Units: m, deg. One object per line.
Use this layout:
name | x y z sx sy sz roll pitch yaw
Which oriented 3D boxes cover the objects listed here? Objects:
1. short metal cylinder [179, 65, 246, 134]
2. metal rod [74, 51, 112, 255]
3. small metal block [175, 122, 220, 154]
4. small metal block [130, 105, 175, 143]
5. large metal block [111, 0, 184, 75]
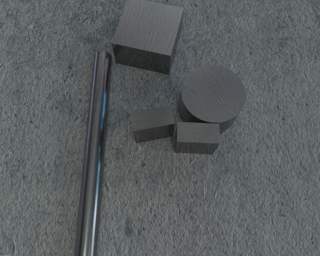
short metal cylinder | 0.067 -0.035 0.409 0.081 0.050 0.080 0 70 0
metal rod | -0.084 0.037 0.393 0.025 0.025 0.299 1 70 0
small metal block | 0.045 0.014 0.390 0.050 0.050 0.025 2 70 0
small metal block | -0.010 -0.004 0.396 0.050 0.050 0.025 -11 71 -4
large metal block | -0.015 -0.131 0.443 0.080 0.050 0.080 13 70 4
